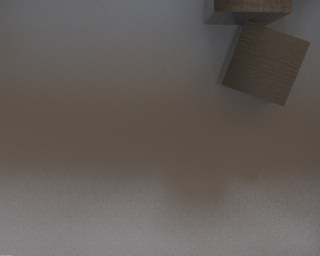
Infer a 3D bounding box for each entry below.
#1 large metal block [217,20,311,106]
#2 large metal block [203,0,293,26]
[{"bbox_3d":[0.127,-0.080,0.393,0.080,0.050,0.080,19,100,0],"label":"large metal block"},{"bbox_3d":[0.096,-0.150,0.353,0.081,0.080,0.050,1,99,0],"label":"large metal block"}]
